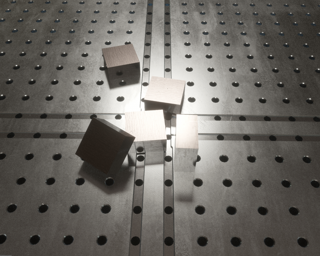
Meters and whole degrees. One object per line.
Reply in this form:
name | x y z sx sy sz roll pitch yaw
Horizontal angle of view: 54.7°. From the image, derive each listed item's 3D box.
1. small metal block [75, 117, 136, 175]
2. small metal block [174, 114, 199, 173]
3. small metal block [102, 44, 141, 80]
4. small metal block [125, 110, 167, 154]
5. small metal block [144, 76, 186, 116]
small metal block | -0.066 0.021 0.372 0.050 0.025 0.050 29 95 21
small metal block | 0.031 0.019 0.376 0.025 0.050 0.050 3 50 2
small metal block | -0.062 -0.107 0.497 0.050 0.025 0.050 -13 51 -11
small metal block | -0.019 0.004 0.404 0.050 0.025 0.050 -4 50 -4
small metal block | 0.008 -0.046 0.447 0.050 0.025 0.050 9 51 7
